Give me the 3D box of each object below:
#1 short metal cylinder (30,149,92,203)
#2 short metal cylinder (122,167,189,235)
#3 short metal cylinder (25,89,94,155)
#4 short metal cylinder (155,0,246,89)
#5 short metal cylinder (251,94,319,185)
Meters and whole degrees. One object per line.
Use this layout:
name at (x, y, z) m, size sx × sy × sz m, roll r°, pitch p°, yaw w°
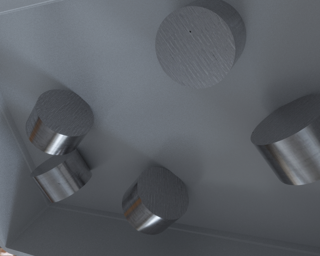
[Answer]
short metal cylinder at (-0.158, 0.074, 0.500) m, size 0.080 × 0.080 × 0.050 m, roll -16°, pitch 110°, yaw 34°
short metal cylinder at (-0.007, 0.103, 0.439) m, size 0.080 × 0.080 × 0.050 m, roll 39°, pitch 129°, yaw 1°
short metal cylinder at (-0.142, -0.008, 0.441) m, size 0.080 × 0.080 × 0.050 m, roll 43°, pitch 129°, yaw -2°
short metal cylinder at (0.042, -0.087, 0.316) m, size 0.080 × 0.050 × 0.079 m, roll 13°, pitch 124°, yaw 20°
short metal cylinder at (0.139, 0.011, 0.306) m, size 0.080 × 0.080 × 0.050 m, roll -30°, pitch 102°, yaw 37°
